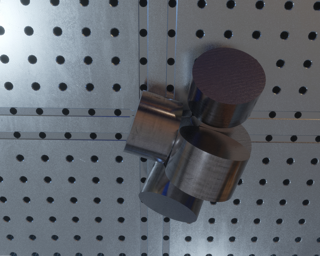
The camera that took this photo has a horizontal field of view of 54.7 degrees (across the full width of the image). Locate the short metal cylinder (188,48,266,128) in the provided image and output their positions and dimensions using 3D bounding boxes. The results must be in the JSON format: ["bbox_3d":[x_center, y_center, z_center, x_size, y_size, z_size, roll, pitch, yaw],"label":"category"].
[{"bbox_3d":[0.075,-0.046,0.360,0.081,0.080,0.050,2,150,-1],"label":"short metal cylinder"}]

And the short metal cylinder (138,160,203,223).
[{"bbox_3d":[0.019,0.083,0.408,0.080,0.050,0.080,19,149,12],"label":"short metal cylinder"}]

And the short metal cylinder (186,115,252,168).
[{"bbox_3d":[0.073,0.018,0.406,0.081,0.050,0.079,0,109,0],"label":"short metal cylinder"}]

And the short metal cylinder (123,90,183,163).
[{"bbox_3d":[-0.009,-0.002,0.383,0.050,0.080,0.079,18,109,-7],"label":"short metal cylinder"}]

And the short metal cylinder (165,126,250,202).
[{"bbox_3d":[0.052,0.037,0.344,0.080,0.080,0.050,16,109,-6],"label":"short metal cylinder"}]
